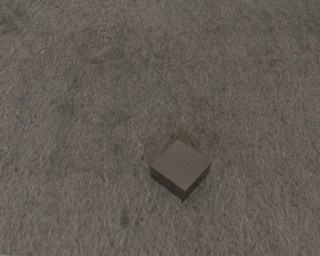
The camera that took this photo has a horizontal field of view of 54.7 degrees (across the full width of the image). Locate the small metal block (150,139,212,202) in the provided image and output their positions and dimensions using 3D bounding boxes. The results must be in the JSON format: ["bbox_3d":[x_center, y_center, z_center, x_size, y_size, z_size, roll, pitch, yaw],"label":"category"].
[{"bbox_3d":[0.024,0.049,0.363,0.050,0.025,0.050,33,57,24],"label":"small metal block"}]
